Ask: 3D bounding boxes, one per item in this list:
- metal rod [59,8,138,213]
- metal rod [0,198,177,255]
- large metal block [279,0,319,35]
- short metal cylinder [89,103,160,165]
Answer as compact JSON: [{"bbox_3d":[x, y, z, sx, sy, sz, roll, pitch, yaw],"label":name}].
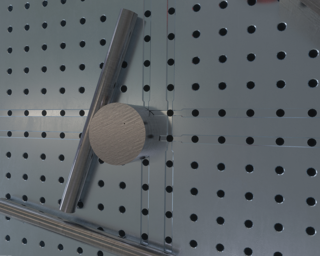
[{"bbox_3d":[-0.090,-0.020,0.444,0.025,0.025,0.298,21,97,19],"label":"metal rod"},{"bbox_3d":[-0.121,0.153,0.455,0.301,0.025,0.025,11,94,19],"label":"metal rod"},{"bbox_3d":[0.189,-0.151,0.332,0.080,0.050,0.080,46,104,14],"label":"large metal block"},{"bbox_3d":[-0.047,0.007,0.416,0.080,0.050,0.080,0,90,20],"label":"short metal cylinder"}]
